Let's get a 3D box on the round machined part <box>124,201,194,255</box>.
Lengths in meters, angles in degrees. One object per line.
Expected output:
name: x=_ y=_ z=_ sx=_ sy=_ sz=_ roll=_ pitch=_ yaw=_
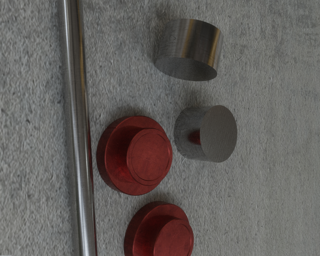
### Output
round machined part: x=0.006 y=0.148 z=0.401 sx=0.099 sy=0.042 sz=0.097 roll=0 pitch=90 yaw=-40

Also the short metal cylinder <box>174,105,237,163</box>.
short metal cylinder: x=0.066 y=0.008 z=0.447 sx=0.081 sy=0.050 sz=0.079 roll=0 pitch=90 yaw=-40

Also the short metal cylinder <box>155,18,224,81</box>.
short metal cylinder: x=0.038 y=-0.099 z=0.403 sx=0.080 sy=0.080 sz=0.050 roll=18 pitch=78 yaw=-39

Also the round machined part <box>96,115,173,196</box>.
round machined part: x=-0.023 y=0.033 z=0.376 sx=0.099 sy=0.042 sz=0.097 roll=0 pitch=90 yaw=-40

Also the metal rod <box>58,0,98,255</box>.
metal rod: x=-0.088 y=0.000 z=0.332 sx=0.025 sy=0.025 sz=0.298 roll=-5 pitch=93 yaw=-40
